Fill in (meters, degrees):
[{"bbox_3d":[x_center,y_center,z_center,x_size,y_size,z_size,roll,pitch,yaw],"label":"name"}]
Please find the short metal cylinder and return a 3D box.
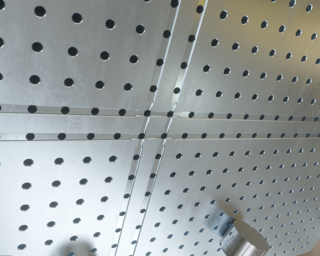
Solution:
[{"bbox_3d":[0.165,0.228,0.606,0.080,0.080,0.050,21,107,-36],"label":"short metal cylinder"}]
